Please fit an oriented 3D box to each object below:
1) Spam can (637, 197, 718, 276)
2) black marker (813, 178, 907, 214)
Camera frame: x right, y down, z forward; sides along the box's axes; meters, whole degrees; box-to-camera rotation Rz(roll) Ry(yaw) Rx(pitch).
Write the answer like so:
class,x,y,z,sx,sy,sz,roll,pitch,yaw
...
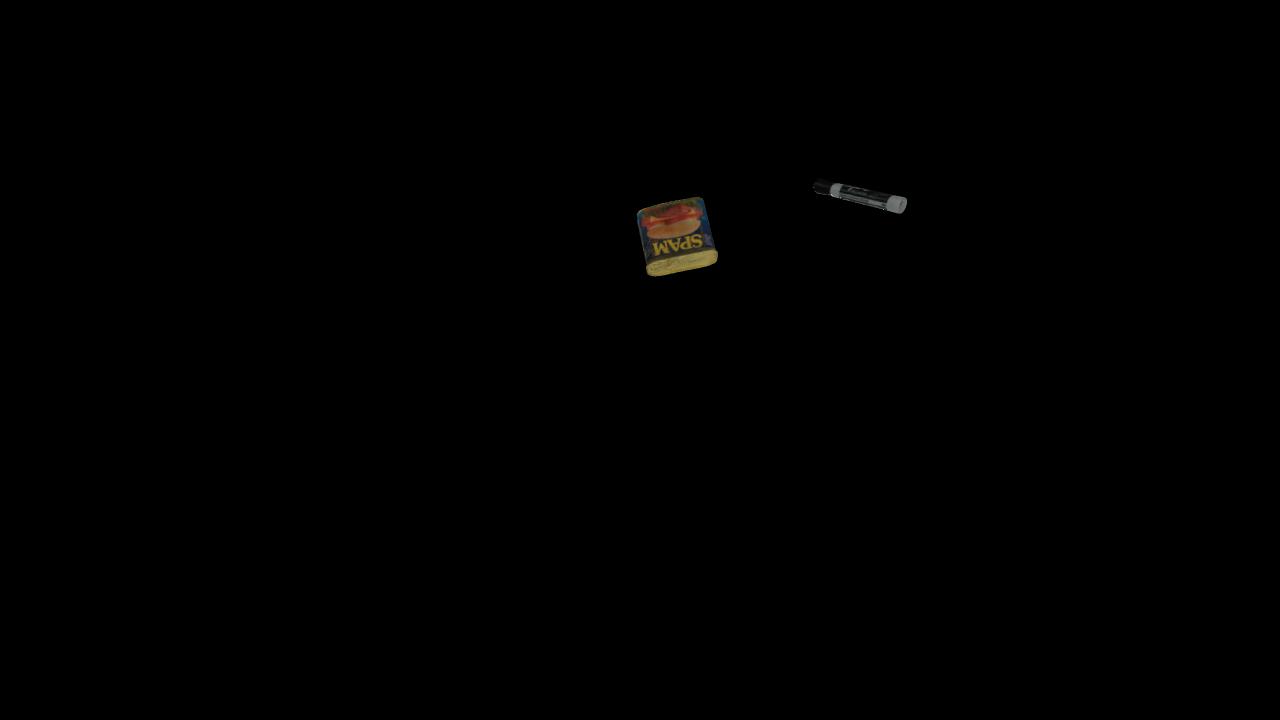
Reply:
class,x,y,z,sx,sy,sz,roll,pitch,yaw
Spam can,0.051,-0.173,0.864,0.101,0.085,0.058,-11,-14,1
black marker,0.261,-0.199,0.740,0.020,0.020,0.121,0,22,-44
